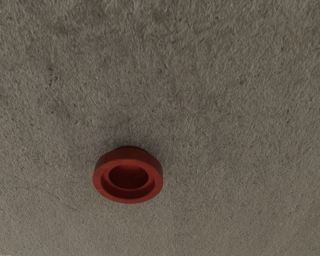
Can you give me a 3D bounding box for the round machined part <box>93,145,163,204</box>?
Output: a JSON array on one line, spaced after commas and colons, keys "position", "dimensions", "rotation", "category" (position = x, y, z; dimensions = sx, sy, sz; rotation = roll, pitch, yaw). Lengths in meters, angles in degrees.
[{"position": [-0.045, 0.063, 0.449], "dimensions": [0.099, 0.042, 0.097], "rotation": [0, 130, 0], "category": "round machined part"}]
